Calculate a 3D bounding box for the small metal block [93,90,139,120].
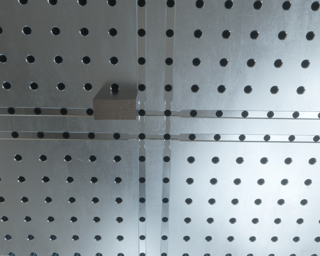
[{"bbox_3d":[-0.053,-0.030,0.388,0.050,0.050,0.025,0,110,-1],"label":"small metal block"}]
